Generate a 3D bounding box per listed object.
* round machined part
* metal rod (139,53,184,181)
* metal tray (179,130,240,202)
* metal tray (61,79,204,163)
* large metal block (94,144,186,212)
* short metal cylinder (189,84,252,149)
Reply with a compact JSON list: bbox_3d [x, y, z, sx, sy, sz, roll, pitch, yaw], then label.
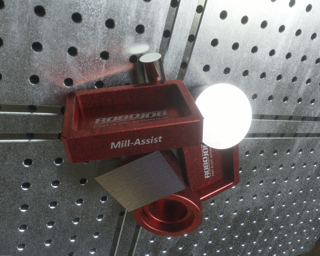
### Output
[{"bbox_3d":[0.012,0.112,0.454,0.099,0.042,0.097,4,128,5],"label":"round machined part"},{"bbox_3d":[0.015,0.038,0.438,0.025,0.025,0.298,-23,127,-15],"label":"metal rod"},{"bbox_3d":[0.075,0.051,0.476,0.091,0.030,0.129,-23,127,-15],"label":"metal tray"},{"bbox_3d":[-0.030,-0.012,0.322,0.131,0.090,0.030,-8,125,-8],"label":"metal tray"},{"bbox_3d":[-0.024,0.050,0.384,0.080,0.050,0.080,-25,130,9],"label":"large metal block"},{"bbox_3d":[0.069,-0.016,0.399,0.081,0.050,0.079,-1,95,-17],"label":"short metal cylinder"}]
